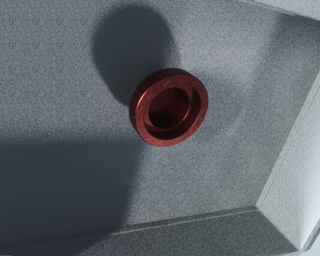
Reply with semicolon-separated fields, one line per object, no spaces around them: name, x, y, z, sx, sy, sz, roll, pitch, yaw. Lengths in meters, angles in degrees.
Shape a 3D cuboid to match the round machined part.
round machined part;0.007;-0.028;0.386;0.099;0.042;0.097;-14;125;-21
